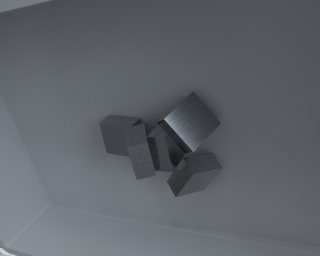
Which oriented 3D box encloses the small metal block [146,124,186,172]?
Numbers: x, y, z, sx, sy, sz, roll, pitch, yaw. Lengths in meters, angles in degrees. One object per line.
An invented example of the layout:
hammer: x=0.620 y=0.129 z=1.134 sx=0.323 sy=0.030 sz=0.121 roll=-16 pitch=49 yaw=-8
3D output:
small metal block: x=0.010 y=0.021 z=0.397 sx=0.025 sy=0.050 sz=0.050 roll=1 pitch=119 yaw=27

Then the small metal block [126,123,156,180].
small metal block: x=-0.025 y=0.029 z=0.397 sx=0.025 sy=0.050 sz=0.050 roll=-14 pitch=119 yaw=-1

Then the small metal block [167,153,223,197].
small metal block: x=0.044 y=0.061 z=0.400 sx=0.025 sy=0.050 sz=0.050 roll=58 pitch=136 yaw=32

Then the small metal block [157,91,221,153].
small metal block: x=0.034 y=-0.006 z=0.364 sx=0.050 sy=0.050 sz=0.025 roll=48 pitch=161 yaw=-6

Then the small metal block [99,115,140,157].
small metal block: x=-0.053 y=0.012 z=0.438 sx=0.050 sy=0.025 sz=0.050 roll=6 pitch=121 yaw=24
